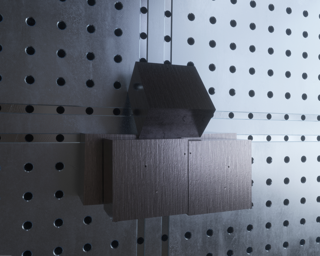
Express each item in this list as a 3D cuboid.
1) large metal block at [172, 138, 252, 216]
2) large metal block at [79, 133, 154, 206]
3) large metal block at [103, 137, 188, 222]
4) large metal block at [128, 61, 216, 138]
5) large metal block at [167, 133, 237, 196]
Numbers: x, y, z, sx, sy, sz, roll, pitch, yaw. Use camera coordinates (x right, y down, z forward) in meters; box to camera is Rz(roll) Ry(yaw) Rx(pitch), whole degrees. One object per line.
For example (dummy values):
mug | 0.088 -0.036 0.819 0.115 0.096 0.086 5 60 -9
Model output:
large metal block | 0.060 0.053 0.367 0.081 0.050 0.079 0 90 -21
large metal block | -0.055 0.047 0.380 0.081 0.050 0.079 2 90 -21
large metal block | -0.017 0.051 0.338 0.081 0.050 0.079 0 90 -21
large metal block | 0.011 -0.034 0.382 0.081 0.050 0.080 0 48 -21
large metal block | 0.056 0.047 0.421 0.081 0.050 0.079 -1 91 -20
